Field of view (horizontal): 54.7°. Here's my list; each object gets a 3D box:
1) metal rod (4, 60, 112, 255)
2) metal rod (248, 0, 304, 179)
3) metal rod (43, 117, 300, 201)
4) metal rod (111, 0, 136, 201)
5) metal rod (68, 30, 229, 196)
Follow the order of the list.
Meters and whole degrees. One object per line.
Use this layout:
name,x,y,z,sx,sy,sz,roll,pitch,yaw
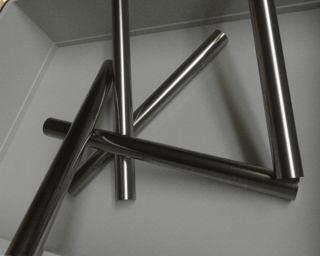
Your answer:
metal rod,-0.091,0.011,0.343,0.025,0.025,0.300,-13,38,21
metal rod,0.107,-0.100,0.313,0.025,0.025,0.299,-10,78,23
metal rod,-0.005,0.028,0.352,0.301,0.025,0.025,12,68,20
metal rod,-0.051,-0.056,0.417,0.025,0.025,0.299,-10,73,23
metal rod,-0.017,-0.023,0.429,0.300,0.025,0.025,-45,51,-4
